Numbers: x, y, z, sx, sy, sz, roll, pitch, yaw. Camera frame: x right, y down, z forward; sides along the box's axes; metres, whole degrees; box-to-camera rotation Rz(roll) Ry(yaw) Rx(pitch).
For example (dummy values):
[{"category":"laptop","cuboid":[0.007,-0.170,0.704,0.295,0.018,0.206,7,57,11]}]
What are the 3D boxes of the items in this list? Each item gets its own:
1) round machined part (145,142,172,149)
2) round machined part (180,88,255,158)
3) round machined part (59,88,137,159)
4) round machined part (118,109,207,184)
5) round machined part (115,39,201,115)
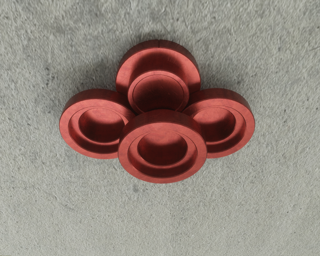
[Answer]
[{"category":"round machined part","cuboid":[-0.003,0.027,0.421,0.099,0.042,0.097,-1,130,0]},{"category":"round machined part","cuboid":[0.065,-0.010,0.390,0.099,0.042,0.097,-1,130,0]},{"category":"round machined part","cuboid":[-0.071,-0.009,0.389,0.099,0.042,0.097,-1,130,0]},{"category":"round machined part","cuboid":[0.003,0.017,0.356,0.099,0.042,0.097,-1,131,0]},{"category":"round machined part","cuboid":[-0.002,-0.048,0.357,0.099,0.042,0.097,-1,130,0]}]
